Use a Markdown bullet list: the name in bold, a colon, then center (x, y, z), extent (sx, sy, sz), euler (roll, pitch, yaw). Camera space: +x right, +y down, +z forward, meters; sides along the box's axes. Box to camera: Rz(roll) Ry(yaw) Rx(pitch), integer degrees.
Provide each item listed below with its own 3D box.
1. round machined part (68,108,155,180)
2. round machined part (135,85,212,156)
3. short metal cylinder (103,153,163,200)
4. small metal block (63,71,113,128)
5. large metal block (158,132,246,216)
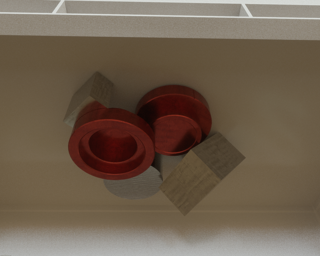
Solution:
- **round machined part**: center (-0.055, 0.015, 0.369), extent (0.099, 0.042, 0.097), euler (-1, 130, 0)
- **round machined part**: center (0.017, -0.002, 0.392), extent (0.099, 0.042, 0.097), euler (-1, 130, 0)
- **short metal cylinder**: center (-0.036, 0.057, 0.438), extent (0.081, 0.050, 0.079), euler (0, 130, 0)
- **small metal block**: center (-0.083, -0.030, 0.363), extent (0.025, 0.050, 0.050), euler (37, 121, -27)
- **large metal block**: center (0.057, 0.060, 0.414), extent (0.050, 0.081, 0.080), euler (46, 125, 15)
